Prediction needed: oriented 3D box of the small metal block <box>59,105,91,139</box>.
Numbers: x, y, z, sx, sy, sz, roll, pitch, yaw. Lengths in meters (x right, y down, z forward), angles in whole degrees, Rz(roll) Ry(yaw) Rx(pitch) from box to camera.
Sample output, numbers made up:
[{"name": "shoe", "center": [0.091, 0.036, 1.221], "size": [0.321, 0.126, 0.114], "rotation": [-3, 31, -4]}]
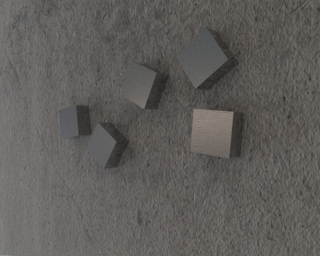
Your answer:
[{"name": "small metal block", "center": [-0.144, -0.009, 0.524], "size": [0.050, 0.025, 0.050], "rotation": [-11, 83, 39]}]

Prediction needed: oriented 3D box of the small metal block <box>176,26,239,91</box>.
[{"name": "small metal block", "center": [0.054, -0.080, 0.360], "size": [0.050, 0.025, 0.050], "rotation": [-41, 65, 32]}]

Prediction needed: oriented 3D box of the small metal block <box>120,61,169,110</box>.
[{"name": "small metal block", "center": [-0.022, -0.058, 0.423], "size": [0.050, 0.025, 0.050], "rotation": [32, 110, 35]}]

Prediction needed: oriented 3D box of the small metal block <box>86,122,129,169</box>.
[{"name": "small metal block", "center": [-0.080, 0.026, 0.471], "size": [0.050, 0.025, 0.050], "rotation": [42, 115, 32]}]

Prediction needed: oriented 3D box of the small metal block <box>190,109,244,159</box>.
[{"name": "small metal block", "center": [0.064, 0.005, 0.352], "size": [0.050, 0.025, 0.050], "rotation": [8, 95, 39]}]
